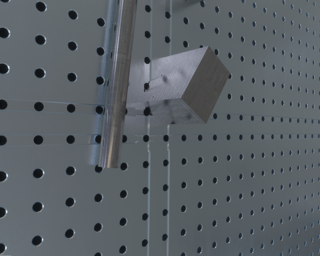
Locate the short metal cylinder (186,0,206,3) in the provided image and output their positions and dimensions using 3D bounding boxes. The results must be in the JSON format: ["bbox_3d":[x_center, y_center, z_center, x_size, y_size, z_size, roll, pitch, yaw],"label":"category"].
[{"bbox_3d":[0.062,-0.227,0.445,0.081,0.050,0.079,0,90,-40],"label":"short metal cylinder"}]

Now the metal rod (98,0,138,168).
[{"bbox_3d":[-0.045,-0.103,0.371,0.025,0.025,0.298,9,84,-40],"label":"metal rod"}]

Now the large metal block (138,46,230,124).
[{"bbox_3d":[0.031,-0.052,0.400,0.050,0.080,0.080,43,64,-32],"label":"large metal block"}]
